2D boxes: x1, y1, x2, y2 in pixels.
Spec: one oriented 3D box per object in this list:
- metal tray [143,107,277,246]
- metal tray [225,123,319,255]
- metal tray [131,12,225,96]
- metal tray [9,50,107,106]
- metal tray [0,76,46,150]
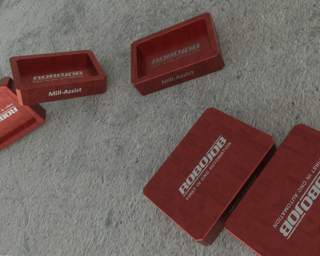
[{"bbox_3d":[0.054,0.048,0.342,0.090,0.030,0.130,33,80,38],"label":"metal tray"},{"bbox_3d":[0.135,0.069,0.288,0.090,0.030,0.130,32,79,38],"label":"metal tray"},{"bbox_3d":[0.021,-0.108,0.455,0.130,0.030,0.090,-16,55,18],"label":"metal tray"},{"bbox_3d":[-0.160,-0.083,0.490,0.131,0.030,0.090,-12,47,-24],"label":"metal tray"},{"bbox_3d":[-0.269,-0.014,0.509,0.130,0.090,0.030,-30,38,9],"label":"metal tray"}]
